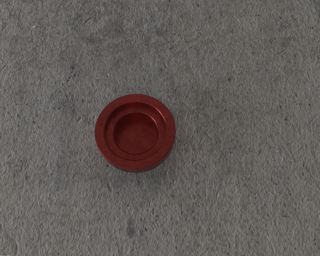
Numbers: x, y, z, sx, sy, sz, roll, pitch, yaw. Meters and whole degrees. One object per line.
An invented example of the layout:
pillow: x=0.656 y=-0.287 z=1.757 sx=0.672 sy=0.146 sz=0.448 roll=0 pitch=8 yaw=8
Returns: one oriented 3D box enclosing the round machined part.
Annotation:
round machined part: x=-0.030 y=0.009 z=0.396 sx=0.099 sy=0.042 sz=0.098 roll=0 pitch=70 yaw=0
